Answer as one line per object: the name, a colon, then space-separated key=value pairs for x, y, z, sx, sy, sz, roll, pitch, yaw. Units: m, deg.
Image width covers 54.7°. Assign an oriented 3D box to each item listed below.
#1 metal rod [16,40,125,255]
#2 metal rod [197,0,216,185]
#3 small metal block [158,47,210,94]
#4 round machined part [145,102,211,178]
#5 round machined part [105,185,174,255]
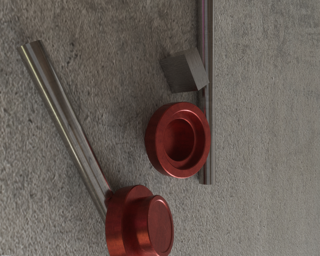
metal rod: x=-0.074 y=0.052 z=0.342 sx=0.025 sy=0.025 sz=0.299 roll=-34 pitch=111 yaw=-35
metal rod: x=0.069 y=-0.067 z=0.462 sx=0.025 sy=0.025 sz=0.298 roll=-1 pitch=91 yaw=-40
small metal block: x=0.032 y=-0.076 z=0.415 sx=0.025 sy=0.050 sz=0.050 roll=-37 pitch=113 yaw=-34
round machined part: x=0.019 y=0.015 z=0.409 sx=0.099 sy=0.042 sz=0.097 roll=0 pitch=90 yaw=-40
round machined part: x=-0.016 y=0.113 z=0.352 sx=0.098 sy=0.042 sz=0.097 roll=-14 pitch=90 yaw=-68
